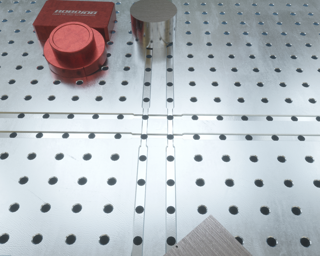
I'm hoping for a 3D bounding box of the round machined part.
[{"bbox_3d":[-0.137,-0.131,0.496,0.099,0.042,0.098,0,59,0],"label":"round machined part"}]

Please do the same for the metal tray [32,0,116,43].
[{"bbox_3d":[-0.153,-0.198,0.569,0.131,0.030,0.090,3,50,2],"label":"metal tray"}]

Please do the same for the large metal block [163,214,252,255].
[{"bbox_3d":[0.043,0.140,0.274,0.080,0.050,0.080,-33,57,-25],"label":"large metal block"}]

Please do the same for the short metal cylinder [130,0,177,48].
[{"bbox_3d":[-0.011,-0.186,0.548,0.081,0.050,0.080,0,50,0],"label":"short metal cylinder"}]
